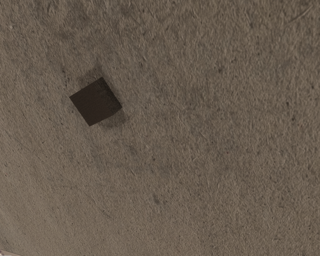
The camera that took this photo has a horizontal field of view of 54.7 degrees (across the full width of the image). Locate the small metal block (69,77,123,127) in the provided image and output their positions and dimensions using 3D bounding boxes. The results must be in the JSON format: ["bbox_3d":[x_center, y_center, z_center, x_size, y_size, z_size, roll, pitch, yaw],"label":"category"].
[{"bbox_3d":[-0.089,-0.036,0.430,0.050,0.025,0.050,-22,107,36],"label":"small metal block"}]
